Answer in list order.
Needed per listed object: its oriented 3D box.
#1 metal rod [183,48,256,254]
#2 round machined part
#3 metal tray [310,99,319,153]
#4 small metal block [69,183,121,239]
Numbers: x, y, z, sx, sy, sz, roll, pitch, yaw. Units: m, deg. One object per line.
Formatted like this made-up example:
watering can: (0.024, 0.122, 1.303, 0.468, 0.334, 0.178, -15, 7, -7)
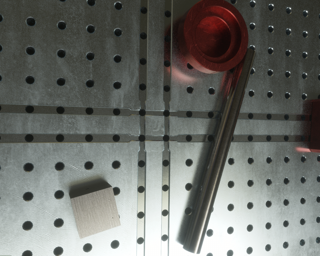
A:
metal rod: (0.087, 0.028, 0.446, 0.025, 0.025, 0.299, 19, 83, -20)
round machined part: (0.069, -0.124, 0.430, 0.099, 0.042, 0.097, 0, 90, -21)
metal tray: (0.321, 0.000, 0.531, 0.131, 0.030, 0.089, 4, 89, -20)
small metal block: (-0.081, 0.101, 0.384, 0.050, 0.025, 0.050, -13, 95, -20)
